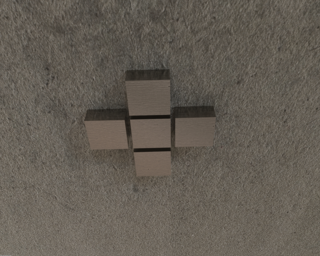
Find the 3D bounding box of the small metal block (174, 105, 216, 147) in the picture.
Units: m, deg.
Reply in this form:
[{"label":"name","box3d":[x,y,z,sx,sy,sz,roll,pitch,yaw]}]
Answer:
[{"label":"small metal block","box3d":[0.045,-0.002,0.408,0.050,0.025,0.050,-1,130,0]}]

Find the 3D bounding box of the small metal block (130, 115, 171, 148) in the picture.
[{"label":"small metal block","box3d":[-0.011,0.000,0.409,0.050,0.025,0.050,-1,130,0]}]

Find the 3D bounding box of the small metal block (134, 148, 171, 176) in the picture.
[{"label":"small metal block","box3d":[-0.010,0.043,0.446,0.050,0.025,0.050,-2,130,1]}]

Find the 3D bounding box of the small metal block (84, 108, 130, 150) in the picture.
[{"label":"small metal block","box3d":[-0.068,0.002,0.409,0.050,0.025,0.050,-1,130,0]}]

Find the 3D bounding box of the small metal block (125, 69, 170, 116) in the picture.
[{"label":"small metal block","box3d":[-0.013,-0.043,0.372,0.050,0.025,0.050,-1,130,0]}]
